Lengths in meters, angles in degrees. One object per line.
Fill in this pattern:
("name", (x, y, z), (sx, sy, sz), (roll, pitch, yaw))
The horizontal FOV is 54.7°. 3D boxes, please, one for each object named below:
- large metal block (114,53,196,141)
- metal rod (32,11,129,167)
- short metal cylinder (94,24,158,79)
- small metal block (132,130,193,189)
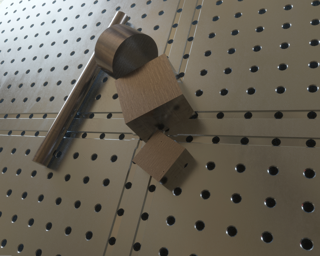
("large metal block", (-0.008, -0.042, 0.421), (0.080, 0.050, 0.080), (-27, 53, 11))
("metal rod", (-0.125, -0.075, 0.517), (0.025, 0.025, 0.300), (11, 67, 32))
("short metal cylinder", (-0.050, -0.109, 0.464), (0.080, 0.080, 0.050), (-48, 52, -6))
("small metal block", (0.003, 0.038, 0.383), (0.050, 0.025, 0.050), (33, 80, 38))
